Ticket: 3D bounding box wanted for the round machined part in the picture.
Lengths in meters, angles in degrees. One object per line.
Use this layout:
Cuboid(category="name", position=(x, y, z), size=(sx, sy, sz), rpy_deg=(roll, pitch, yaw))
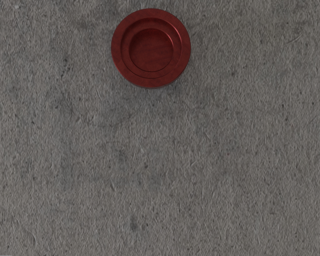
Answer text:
Cuboid(category="round machined part", position=(-0.011, -0.099, 0.401), size=(0.099, 0.042, 0.097), rpy_deg=(0, 90, 0))
